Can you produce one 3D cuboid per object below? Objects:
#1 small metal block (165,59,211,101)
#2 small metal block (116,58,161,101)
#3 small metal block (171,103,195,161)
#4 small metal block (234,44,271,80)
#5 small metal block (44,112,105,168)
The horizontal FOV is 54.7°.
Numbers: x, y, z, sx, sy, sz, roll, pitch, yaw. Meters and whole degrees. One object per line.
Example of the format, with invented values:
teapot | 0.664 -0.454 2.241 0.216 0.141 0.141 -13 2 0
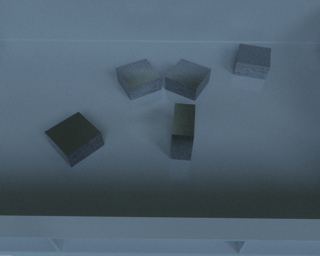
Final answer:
small metal block | 0.042 -0.074 0.467 0.050 0.025 0.050 24 54 19
small metal block | -0.032 -0.074 0.467 0.050 0.025 0.050 -22 54 -18
small metal block | 0.029 0.005 0.385 0.025 0.050 0.050 5 50 4
small metal block | 0.148 -0.106 0.495 0.050 0.025 0.050 11 51 9
small metal block | -0.108 0.014 0.393 0.050 0.025 0.050 -36 59 -27
